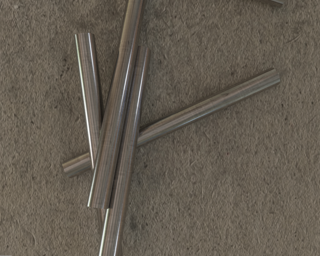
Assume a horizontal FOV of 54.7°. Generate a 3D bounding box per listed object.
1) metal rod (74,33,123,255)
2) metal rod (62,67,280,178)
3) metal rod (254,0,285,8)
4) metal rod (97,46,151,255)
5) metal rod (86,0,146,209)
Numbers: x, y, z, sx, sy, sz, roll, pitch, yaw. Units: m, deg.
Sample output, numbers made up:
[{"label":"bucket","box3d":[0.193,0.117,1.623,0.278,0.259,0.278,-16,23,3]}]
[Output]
[{"label":"metal rod","box3d":[-0.074,0.036,0.383,0.025,0.025,0.298,-7,93,0]},{"label":"metal rod","box3d":[0.015,-0.007,0.409,0.301,0.025,0.025,-24,90,0]},{"label":"metal rod","box3d":[0.020,-0.216,0.409,0.302,0.025,0.025,17,90,0]},{"label":"metal rod","box3d":[-0.044,0.041,0.377,0.025,0.025,0.299,8,77,0]},{"label":"metal rod","box3d":[-0.048,-0.055,0.379,0.025,0.025,0.299,9,78,0]}]
